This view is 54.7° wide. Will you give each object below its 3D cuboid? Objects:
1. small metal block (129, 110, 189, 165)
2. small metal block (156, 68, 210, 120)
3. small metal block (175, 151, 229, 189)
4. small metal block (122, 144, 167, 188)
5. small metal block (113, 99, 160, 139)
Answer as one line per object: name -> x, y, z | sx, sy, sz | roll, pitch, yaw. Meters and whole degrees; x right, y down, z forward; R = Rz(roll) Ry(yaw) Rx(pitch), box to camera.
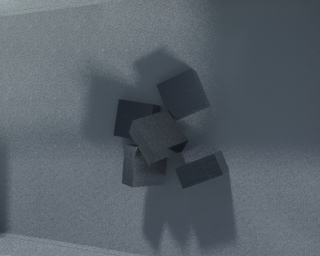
small metal block -> -0.002, 0.010, 0.378 | 0.050, 0.050, 0.025 | 56, 147, 25
small metal block -> 0.030, -0.042, 0.399 | 0.050, 0.025, 0.050 | -23, 83, 18
small metal block -> 0.053, 0.050, 0.378 | 0.050, 0.050, 0.025 | -24, 83, 18
small metal block -> -0.019, 0.048, 0.400 | 0.025, 0.050, 0.050 | 7, 93, 52
small metal block -> -0.031, -0.010, 0.421 | 0.050, 0.025, 0.050 | 10, 93, 19
